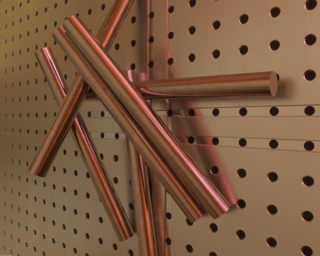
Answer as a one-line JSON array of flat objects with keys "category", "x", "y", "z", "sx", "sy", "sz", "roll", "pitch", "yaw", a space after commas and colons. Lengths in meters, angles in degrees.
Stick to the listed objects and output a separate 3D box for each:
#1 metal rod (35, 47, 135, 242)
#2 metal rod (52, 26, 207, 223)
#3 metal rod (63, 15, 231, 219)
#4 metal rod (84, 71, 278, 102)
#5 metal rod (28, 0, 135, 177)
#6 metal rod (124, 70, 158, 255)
[{"category": "metal rod", "x": -0.110, "y": 0.023, "z": 0.454, "sx": 0.025, "sy": 0.025, "sz": 0.299, "roll": -25, "pitch": 89, "yaw": 37}, {"category": "metal rod", "x": -0.043, "y": -0.011, "z": 0.395, "sx": 0.025, "sy": 0.025, "sz": 0.300, "roll": -43, "pitch": 80, "yaw": 32}, {"category": "metal rod", "x": -0.022, "y": -0.020, "z": 0.376, "sx": 0.300, "sy": 0.025, "sz": 0.025, "roll": 51, "pitch": 122, "yaw": 9}, {"category": "metal rod", "x": -0.010, "y": -0.048, "z": 0.390, "sx": 0.300, "sy": 0.025, "sz": 0.025, "roll": 2, "pitch": 92, "yaw": 36}, {"category": "metal rod", "x": -0.103, "y": -0.073, "z": 0.434, "sx": 0.025, "sy": 0.025, "sz": 0.299, "roll": 22, "pitch": 85, "yaw": 38}, {"category": "metal rod", "x": -0.029, "y": 0.067, "z": 0.434, "sx": 0.025, "sy": 0.025, "sz": 0.299, "roll": -13, "pitch": 82, "yaw": 39}]
